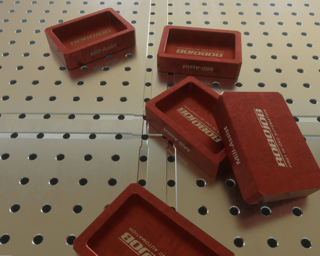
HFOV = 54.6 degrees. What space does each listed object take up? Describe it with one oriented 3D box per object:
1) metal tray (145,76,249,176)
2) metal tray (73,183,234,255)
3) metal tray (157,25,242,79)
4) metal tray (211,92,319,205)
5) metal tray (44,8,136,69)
[{"bbox_3d":[0.054,-0.008,0.411,0.090,0.030,0.130,-34,58,-25],"label":"metal tray"},{"bbox_3d":[-0.006,0.124,0.300,0.130,0.030,0.090,32,57,24],"label":"metal tray"},{"bbox_3d":[0.066,-0.128,0.511,0.131,0.030,0.090,6,50,5],"label":"metal tray"},{"bbox_3d":[0.123,0.017,0.363,0.091,0.030,0.130,-2,59,-21],"label":"metal tray"},{"bbox_3d":[-0.119,-0.158,0.537,0.131,0.030,0.090,-28,55,-22],"label":"metal tray"}]
